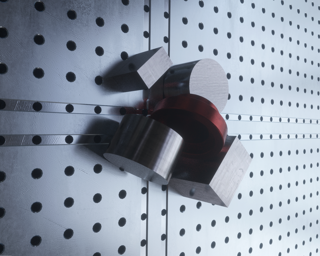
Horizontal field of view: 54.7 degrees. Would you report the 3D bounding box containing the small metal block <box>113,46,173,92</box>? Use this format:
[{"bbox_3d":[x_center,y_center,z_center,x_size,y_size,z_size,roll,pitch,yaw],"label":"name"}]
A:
[{"bbox_3d":[-0.021,-0.070,0.377,0.050,0.050,0.025,-50,120,-29],"label":"small metal block"}]

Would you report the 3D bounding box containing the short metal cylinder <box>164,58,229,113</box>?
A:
[{"bbox_3d":[0.052,-0.054,0.438,0.081,0.050,0.079,0,90,-40],"label":"short metal cylinder"}]

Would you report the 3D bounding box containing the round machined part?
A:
[{"bbox_3d":[0.038,-0.006,0.396,0.098,0.098,0.042,49,49,-30],"label":"round machined part"}]

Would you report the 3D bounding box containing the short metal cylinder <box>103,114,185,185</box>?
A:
[{"bbox_3d":[-0.018,0.026,0.360,0.080,0.080,0.050,38,67,-34],"label":"short metal cylinder"}]

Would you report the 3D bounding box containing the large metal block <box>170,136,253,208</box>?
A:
[{"bbox_3d":[0.068,0.056,0.434,0.050,0.080,0.080,51,60,-28],"label":"large metal block"}]
